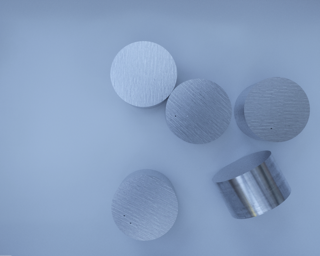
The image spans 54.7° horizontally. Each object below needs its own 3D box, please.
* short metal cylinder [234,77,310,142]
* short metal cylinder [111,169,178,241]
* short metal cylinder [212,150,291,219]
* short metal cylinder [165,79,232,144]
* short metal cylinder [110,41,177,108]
[{"bbox_3d":[0.142,-0.022,0.401,0.081,0.050,0.079,0,90,-1],"label":"short metal cylinder"},{"bbox_3d":[-0.018,0.096,0.399,0.081,0.050,0.079,0,90,-1],"label":"short metal cylinder"},{"bbox_3d":[0.113,0.069,0.386,0.080,0.080,0.050,-29,90,0],"label":"short metal cylinder"},{"bbox_3d":[0.047,-0.020,0.400,0.081,0.050,0.079,0,90,-1],"label":"short metal cylinder"},{"bbox_3d":[-0.020,-0.065,0.399,0.081,0.050,0.079,0,90,-1],"label":"short metal cylinder"}]
